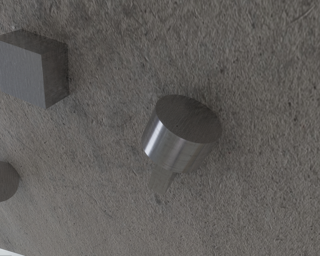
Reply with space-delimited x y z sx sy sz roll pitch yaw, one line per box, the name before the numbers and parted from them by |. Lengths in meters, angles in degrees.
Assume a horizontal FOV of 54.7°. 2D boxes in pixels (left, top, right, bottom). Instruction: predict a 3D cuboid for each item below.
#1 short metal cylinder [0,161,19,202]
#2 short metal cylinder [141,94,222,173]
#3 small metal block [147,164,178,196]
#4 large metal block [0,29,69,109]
short metal cylinder | -0.331 0.109 0.614 0.050 0.080 0.080 -19 108 35
short metal cylinder | 0.024 0.006 0.362 0.080 0.080 0.050 32 129 7
small metal block | 0.010 0.054 0.419 0.025 0.050 0.050 26 128 12
large metal block | -0.177 -0.083 0.433 0.080 0.050 0.079 21 126 15
